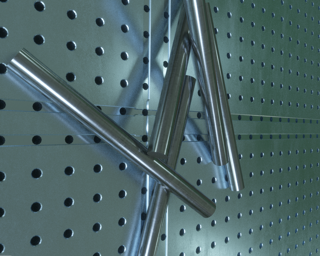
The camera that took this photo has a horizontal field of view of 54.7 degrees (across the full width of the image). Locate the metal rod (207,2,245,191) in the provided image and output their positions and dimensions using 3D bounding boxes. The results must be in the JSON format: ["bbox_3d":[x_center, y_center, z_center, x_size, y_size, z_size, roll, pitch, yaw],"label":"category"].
[{"bbox_3d":[0.096,-0.042,0.491,0.025,0.025,0.298,-23,104,-38],"label":"metal rod"}]

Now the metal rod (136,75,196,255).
[{"bbox_3d":[0.005,0.071,0.415,0.025,0.025,0.299,22,76,-38],"label":"metal rod"}]

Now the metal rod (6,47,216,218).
[{"bbox_3d":[-0.036,0.022,0.359,0.300,0.025,0.025,41,65,-25],"label":"metal rod"}]

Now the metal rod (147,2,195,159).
[{"bbox_3d":[0.028,-0.105,0.406,0.025,0.025,0.299,30,63,-37],"label":"metal rod"}]

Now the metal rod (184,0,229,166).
[{"bbox_3d":[0.063,-0.072,0.420,0.025,0.025,0.298,-38,127,-34],"label":"metal rod"}]
